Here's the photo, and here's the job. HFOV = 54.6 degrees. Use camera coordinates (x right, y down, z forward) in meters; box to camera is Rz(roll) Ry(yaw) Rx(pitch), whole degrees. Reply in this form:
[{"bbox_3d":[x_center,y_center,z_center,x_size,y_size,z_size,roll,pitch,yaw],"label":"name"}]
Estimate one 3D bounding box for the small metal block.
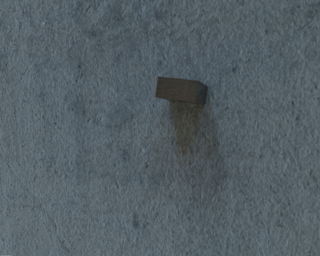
[{"bbox_3d":[0.028,-0.046,0.386,0.050,0.050,0.025,9,93,20],"label":"small metal block"}]
